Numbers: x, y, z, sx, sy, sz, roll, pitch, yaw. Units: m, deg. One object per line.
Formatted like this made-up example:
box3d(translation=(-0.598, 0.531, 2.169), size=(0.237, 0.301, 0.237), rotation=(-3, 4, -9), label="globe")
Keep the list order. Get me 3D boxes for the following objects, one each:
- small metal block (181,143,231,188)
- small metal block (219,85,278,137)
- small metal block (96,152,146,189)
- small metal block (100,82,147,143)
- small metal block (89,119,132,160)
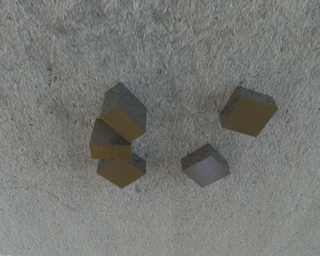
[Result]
box3d(translation=(0.067, 0.056, 0.456), size=(0.050, 0.025, 0.050), rotation=(-32, 123, 24), label="small metal block")
box3d(translation=(0.110, -0.020, 0.391), size=(0.050, 0.025, 0.050), rotation=(15, 129, -13), label="small metal block")
box3d(translation=(-0.056, 0.058, 0.456), size=(0.050, 0.025, 0.050), rotation=(-35, 122, 26), label="small metal block")
box3d(translation=(-0.042, -0.019, 0.374), size=(0.025, 0.050, 0.050), rotation=(-31, 124, 23), label="small metal block")
box3d(translation=(-0.061, 0.014, 0.402), size=(0.050, 0.050, 0.025), rotation=(1, 130, -2), label="small metal block")
